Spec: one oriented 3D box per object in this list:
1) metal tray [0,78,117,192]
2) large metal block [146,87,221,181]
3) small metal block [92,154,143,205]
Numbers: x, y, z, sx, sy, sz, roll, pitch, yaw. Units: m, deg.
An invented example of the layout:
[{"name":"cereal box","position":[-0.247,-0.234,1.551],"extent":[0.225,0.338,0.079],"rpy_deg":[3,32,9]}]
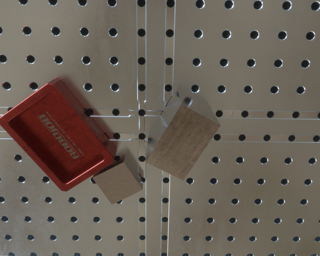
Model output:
[{"name":"metal tray","position":[-0.132,0.012,0.413],"extent":[0.090,0.030,0.130],"rpy_deg":[-33,107,11]},{"name":"large metal block","position":[0.025,0.004,0.386],"extent":[0.050,0.080,0.080],"rpy_deg":[28,108,-10]},{"name":"small metal block","position":[-0.058,0.073,0.440],"extent":[0.050,0.025,0.050],"rpy_deg":[-28,108,9]}]
